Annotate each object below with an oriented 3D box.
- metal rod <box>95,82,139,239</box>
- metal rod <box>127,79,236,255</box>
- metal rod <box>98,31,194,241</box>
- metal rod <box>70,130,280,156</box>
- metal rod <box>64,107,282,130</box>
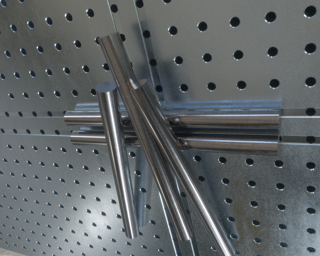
[{"bbox_3d":[-0.056,0.069,0.458,0.025,0.025,0.298,13,131,20],"label":"metal rod"},{"bbox_3d":[0.039,0.071,0.409,0.025,0.025,0.299,-11,120,32],"label":"metal rod"},{"bbox_3d":[-0.010,0.027,0.400,0.025,0.025,0.298,-6,116,31],"label":"metal rod"},{"bbox_3d":[0.001,0.017,0.420,0.301,0.025,0.025,1,119,27],"label":"metal rod"},{"bbox_3d":[-0.003,-0.013,0.404,0.301,0.025,0.025,1,119,27],"label":"metal rod"}]
